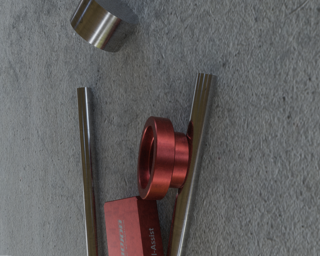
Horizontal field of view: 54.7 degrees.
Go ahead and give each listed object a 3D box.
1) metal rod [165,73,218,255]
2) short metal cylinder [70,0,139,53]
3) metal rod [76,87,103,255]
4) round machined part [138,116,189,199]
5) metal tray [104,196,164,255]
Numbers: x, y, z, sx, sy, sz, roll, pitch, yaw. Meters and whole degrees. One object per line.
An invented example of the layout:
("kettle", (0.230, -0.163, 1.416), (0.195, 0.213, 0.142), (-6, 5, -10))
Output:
("metal rod", (0.031, 0.084, 0.379), (0.025, 0.025, 0.298), (15, 100, 39))
("short metal cylinder", (-0.077, -0.152, 0.433), (0.050, 0.081, 0.080), (-49, 61, 29))
("metal rod", (-0.112, 0.084, 0.497), (0.025, 0.025, 0.298), (-8, 85, 40))
("round machined part", (0.004, 0.036, 0.371), (0.098, 0.042, 0.097), (-172, 89, -76))
("metal tray", (-0.035, 0.159, 0.411), (0.090, 0.030, 0.129), (-25, 69, 49))
